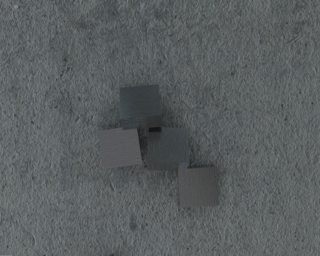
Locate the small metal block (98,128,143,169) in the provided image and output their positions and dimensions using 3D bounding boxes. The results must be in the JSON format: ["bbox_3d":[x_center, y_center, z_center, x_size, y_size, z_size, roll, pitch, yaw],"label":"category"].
[{"bbox_3d":[-0.051,0.025,0.409,0.050,0.025,0.050,-9,90,0],"label":"small metal block"}]

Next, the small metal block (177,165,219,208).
[{"bbox_3d":[0.049,0.076,0.410,0.050,0.025,0.050,-3,90,0],"label":"small metal block"}]

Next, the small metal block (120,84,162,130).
[{"bbox_3d":[-0.025,-0.027,0.398,0.050,0.025,0.050,-5,56,0],"label":"small metal block"}]

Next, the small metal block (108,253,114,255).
[{"bbox_3d":[-0.080,0.194,0.397,0.050,0.050,0.025,-31,90,0],"label":"small metal block"}]

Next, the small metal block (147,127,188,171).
[{"bbox_3d":[0.010,0.027,0.398,0.050,0.025,0.050,2,57,0],"label":"small metal block"}]
